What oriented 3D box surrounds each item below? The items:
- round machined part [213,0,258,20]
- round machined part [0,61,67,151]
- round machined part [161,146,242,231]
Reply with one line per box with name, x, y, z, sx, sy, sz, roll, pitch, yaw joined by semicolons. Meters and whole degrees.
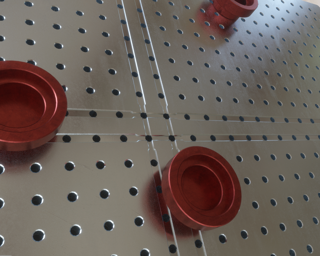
round machined part;0.148;-0.263;0.636;0.099;0.042;0.098;13;56;-21
round machined part;-0.152;-0.020;0.327;0.099;0.042;0.098;13;56;-21
round machined part;0.046;0.075;0.376;0.099;0.042;0.098;13;56;-21
